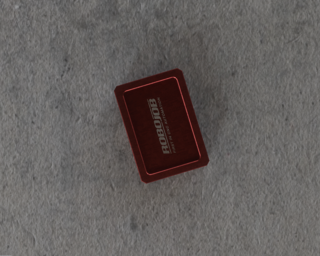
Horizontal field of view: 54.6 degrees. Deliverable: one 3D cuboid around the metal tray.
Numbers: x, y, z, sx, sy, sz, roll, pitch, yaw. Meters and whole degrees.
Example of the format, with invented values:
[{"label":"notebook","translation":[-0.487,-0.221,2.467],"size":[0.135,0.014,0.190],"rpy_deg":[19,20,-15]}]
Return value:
[{"label":"metal tray","translation":[0.002,-0.003,0.407],"size":[0.090,0.030,0.129],"rpy_deg":[-17,90,0]}]
